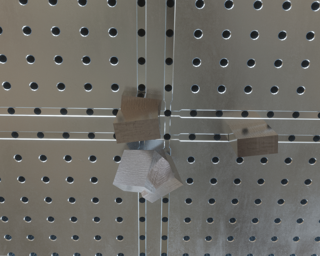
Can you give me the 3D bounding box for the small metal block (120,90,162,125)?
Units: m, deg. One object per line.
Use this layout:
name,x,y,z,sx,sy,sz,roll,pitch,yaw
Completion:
small metal block,-0.026,-0.019,0.406,0.050,0.025,0.050,7,110,-3

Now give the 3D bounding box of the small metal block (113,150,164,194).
small metal block,-0.028,0.057,0.408,0.050,0.050,0.025,-2,148,33

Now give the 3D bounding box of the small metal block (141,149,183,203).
small metal block,-0.003,0.065,0.421,0.050,0.050,0.025,-33,137,11

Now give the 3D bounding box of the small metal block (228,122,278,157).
small metal block,0.121,0.014,0.407,0.050,0.050,0.025,-6,110,2

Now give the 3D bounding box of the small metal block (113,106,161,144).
small metal block,-0.026,-0.005,0.371,0.050,0.050,0.025,-6,110,2
